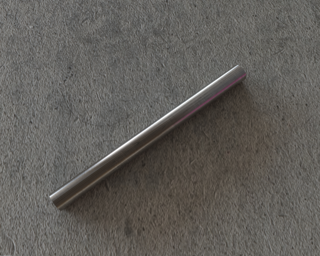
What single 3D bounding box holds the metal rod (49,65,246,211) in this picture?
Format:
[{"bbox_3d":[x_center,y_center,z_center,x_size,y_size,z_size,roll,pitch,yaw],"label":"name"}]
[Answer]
[{"bbox_3d":[-0.006,0.006,0.408,0.301,0.025,0.025,-35,74,-12],"label":"metal rod"}]
